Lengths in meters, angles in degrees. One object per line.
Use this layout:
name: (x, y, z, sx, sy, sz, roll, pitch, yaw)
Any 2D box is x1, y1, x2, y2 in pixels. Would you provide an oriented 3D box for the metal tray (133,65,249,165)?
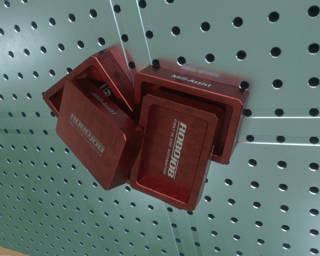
metal tray: (0.032, -0.017, 0.380, 0.130, 0.030, 0.089, 18, 125, 18)

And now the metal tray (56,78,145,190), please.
metal tray: (-0.084, 0.005, 0.403, 0.130, 0.030, 0.089, 41, 125, 29)

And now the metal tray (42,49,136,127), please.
metal tray: (-0.097, -0.039, 0.435, 0.130, 0.030, 0.090, -24, 105, 37)

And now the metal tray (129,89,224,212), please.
metal tray: (0.017, 0.028, 0.376, 0.090, 0.030, 0.129, 18, 114, 18)

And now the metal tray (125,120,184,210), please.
metal tray: (-0.010, 0.053, 0.446, 0.130, 0.030, 0.089, 24, 127, 14)
